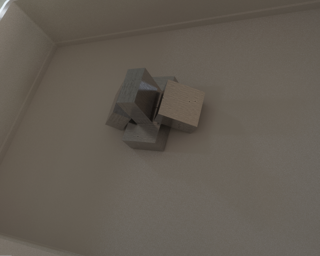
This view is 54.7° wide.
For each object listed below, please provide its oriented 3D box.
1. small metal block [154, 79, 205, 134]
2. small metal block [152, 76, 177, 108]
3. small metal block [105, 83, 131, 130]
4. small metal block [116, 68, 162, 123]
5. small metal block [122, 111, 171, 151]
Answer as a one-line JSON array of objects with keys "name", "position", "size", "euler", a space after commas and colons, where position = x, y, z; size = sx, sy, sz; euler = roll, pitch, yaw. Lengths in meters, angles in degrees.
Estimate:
[{"name": "small metal block", "position": [0.025, -0.027, 0.392], "size": [0.050, 0.025, 0.050], "euler": [19, 67, -7]}, {"name": "small metal block", "position": [-0.004, -0.044, 0.431], "size": [0.050, 0.025, 0.050], "euler": [3, 63, 29]}, {"name": "small metal block", "position": [-0.052, -0.030, 0.432], "size": [0.050, 0.025, 0.050], "euler": [139, 150, -62]}, {"name": "small metal block", "position": [-0.025, -0.040, 0.392], "size": [0.025, 0.050, 0.050], "euler": [1, 62, 28]}, {"name": "small metal block", "position": [-0.016, 0.001, 0.411], "size": [0.050, 0.025, 0.050], "euler": [3, 63, 29]}]
